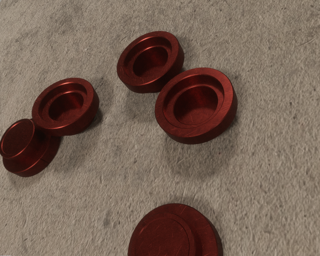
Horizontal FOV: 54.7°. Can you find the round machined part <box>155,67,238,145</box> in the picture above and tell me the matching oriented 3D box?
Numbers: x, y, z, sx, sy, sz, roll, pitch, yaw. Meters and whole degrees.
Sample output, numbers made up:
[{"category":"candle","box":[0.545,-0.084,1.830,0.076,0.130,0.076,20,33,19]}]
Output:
[{"category":"round machined part","box":[0.047,-0.023,0.382,0.098,0.042,0.098,-13,56,20]}]

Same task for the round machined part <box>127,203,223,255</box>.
[{"category":"round machined part","box":[0.010,0.124,0.311,0.098,0.042,0.098,-13,56,20]}]

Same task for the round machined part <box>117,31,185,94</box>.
[{"category":"round machined part","box":[-0.010,-0.090,0.452,0.098,0.042,0.098,-13,56,20]}]

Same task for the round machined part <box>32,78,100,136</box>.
[{"category":"round machined part","box":[-0.139,-0.027,0.472,0.098,0.042,0.098,-8,53,10]}]

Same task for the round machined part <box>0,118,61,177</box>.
[{"category":"round machined part","box":[-0.210,0.024,0.486,0.098,0.042,0.098,-13,56,20]}]
